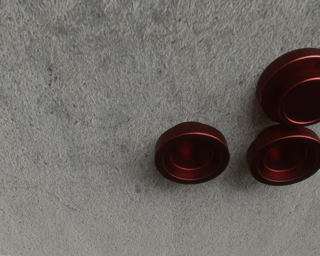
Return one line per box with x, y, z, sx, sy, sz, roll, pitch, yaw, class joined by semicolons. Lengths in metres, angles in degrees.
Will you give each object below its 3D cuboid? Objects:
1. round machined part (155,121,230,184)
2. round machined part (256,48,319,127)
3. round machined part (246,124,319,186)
0.042;0.030;0.421;0.099;0.042;0.097;0;130;0;round machined part
0.168;-0.040;0.363;0.099;0.042;0.097;0;130;0;round machined part
0.168;0.033;0.425;0.099;0.042;0.097;0;131;0;round machined part
